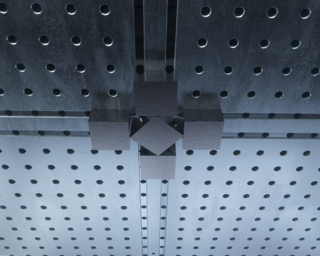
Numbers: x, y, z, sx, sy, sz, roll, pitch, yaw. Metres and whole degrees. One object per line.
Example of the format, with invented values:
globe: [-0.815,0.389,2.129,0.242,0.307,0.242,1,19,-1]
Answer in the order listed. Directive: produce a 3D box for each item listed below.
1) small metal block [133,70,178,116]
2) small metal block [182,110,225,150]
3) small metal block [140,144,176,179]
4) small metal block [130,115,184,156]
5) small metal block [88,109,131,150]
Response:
small metal block: [-0.005,-0.042,0.376,0.050,0.025,0.050,-1,130,0]
small metal block: [0.056,0.003,0.415,0.050,0.025,0.050,0,130,0]
small metal block: [-0.003,0.049,0.453,0.050,0.025,0.050,0,130,-1]
small metal block: [-0.004,0.004,0.414,0.050,0.025,0.050,35,122,-26]
small metal block: [-0.065,0.003,0.413,0.050,0.025,0.050,1,130,-2]
